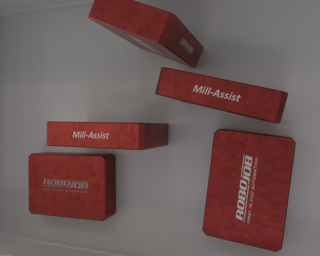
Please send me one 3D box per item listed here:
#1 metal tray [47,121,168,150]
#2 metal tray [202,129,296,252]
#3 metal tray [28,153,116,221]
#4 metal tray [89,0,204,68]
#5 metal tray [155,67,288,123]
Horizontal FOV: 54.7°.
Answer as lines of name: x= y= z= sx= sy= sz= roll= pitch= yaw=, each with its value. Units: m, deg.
metal tray: x=-0.065 y=0.008 z=0.398 sx=0.130 sy=0.090 sz=0.030 roll=1 pitch=91 yaw=20
metal tray: x=0.105 y=0.070 z=0.371 sx=0.090 sy=0.030 sz=0.129 roll=7 pitch=92 yaw=19
metal tray: x=-0.130 y=0.082 z=0.454 sx=0.130 sy=0.030 sz=0.089 roll=-1 pitch=90 yaw=20
metal tray: x=-0.009 y=-0.109 z=0.358 sx=0.090 sy=0.130 sz=0.030 roll=25 pitch=99 yaw=18
metal tray: x=0.071 y=-0.035 z=0.350 sx=0.130 sy=0.090 sz=0.030 roll=15 pitch=95 yaw=19
